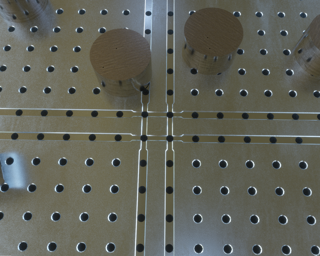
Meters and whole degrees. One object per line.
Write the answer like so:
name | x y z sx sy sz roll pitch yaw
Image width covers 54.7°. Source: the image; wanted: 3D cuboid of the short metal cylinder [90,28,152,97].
short metal cylinder | -0.052 -0.090 0.431 0.081 0.050 0.080 0 70 0

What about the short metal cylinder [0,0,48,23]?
short metal cylinder | -0.221 -0.210 0.473 0.081 0.050 0.080 0 70 0

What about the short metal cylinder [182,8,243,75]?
short metal cylinder | 0.073 -0.123 0.444 0.081 0.050 0.080 0 70 0

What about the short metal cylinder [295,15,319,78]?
short metal cylinder | 0.244 -0.118 0.443 0.081 0.050 0.080 0 70 0

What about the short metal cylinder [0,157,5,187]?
short metal cylinder | -0.231 0.048 0.363 0.080 0.080 0.050 -19 71 -7
